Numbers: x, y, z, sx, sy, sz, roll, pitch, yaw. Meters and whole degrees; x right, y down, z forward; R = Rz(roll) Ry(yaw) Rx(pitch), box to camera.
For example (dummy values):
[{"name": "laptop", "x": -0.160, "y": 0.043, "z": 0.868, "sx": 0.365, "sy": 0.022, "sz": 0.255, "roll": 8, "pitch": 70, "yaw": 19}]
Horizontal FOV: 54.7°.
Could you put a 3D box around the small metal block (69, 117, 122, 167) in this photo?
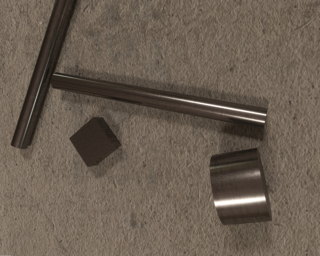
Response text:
[{"name": "small metal block", "x": -0.092, "y": 0.019, "z": 0.440, "sx": 0.050, "sy": 0.025, "sz": 0.050, "roll": -39, "pitch": 78, "yaw": 15}]

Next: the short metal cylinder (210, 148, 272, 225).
[{"name": "short metal cylinder", "x": 0.091, "y": 0.065, "z": 0.347, "sx": 0.050, "sy": 0.080, "sz": 0.080, "roll": -12, "pitch": 86, "yaw": 19}]

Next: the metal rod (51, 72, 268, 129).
[{"name": "metal rod", "x": -0.015, "y": -0.041, "z": 0.413, "sx": 0.301, "sy": 0.025, "sz": 0.025, "roll": 12, "pitch": 94, "yaw": 19}]

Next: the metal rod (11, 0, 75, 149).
[{"name": "metal rod", "x": -0.169, "y": -0.111, "z": 0.466, "sx": 0.025, "sy": 0.025, "sz": 0.298, "roll": 23, "pitch": 97, "yaw": 18}]
